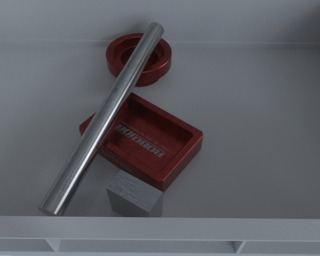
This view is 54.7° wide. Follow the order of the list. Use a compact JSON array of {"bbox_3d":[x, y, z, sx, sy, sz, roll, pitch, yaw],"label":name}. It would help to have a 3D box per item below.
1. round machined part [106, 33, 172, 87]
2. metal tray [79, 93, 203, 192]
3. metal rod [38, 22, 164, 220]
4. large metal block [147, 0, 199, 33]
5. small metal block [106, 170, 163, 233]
[{"bbox_3d":[-0.032,-0.101,0.479,0.099,0.042,0.098,0,50,0],"label":"round machined part"},{"bbox_3d":[-0.024,0.012,0.391,0.130,0.030,0.090,31,56,23],"label":"metal tray"},{"bbox_3d":[-0.057,-0.032,0.384,0.025,0.025,0.300,16,57,12],"label":"metal rod"},{"bbox_3d":[0.024,-0.234,0.569,0.080,0.080,0.050,25,54,19],"label":"large metal block"},{"bbox_3d":[-0.025,0.077,0.324,0.050,0.050,0.025,25,54,19],"label":"small metal block"}]
